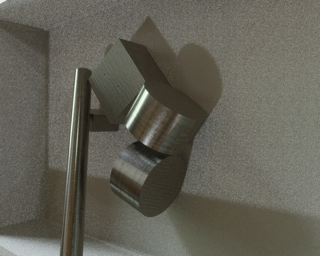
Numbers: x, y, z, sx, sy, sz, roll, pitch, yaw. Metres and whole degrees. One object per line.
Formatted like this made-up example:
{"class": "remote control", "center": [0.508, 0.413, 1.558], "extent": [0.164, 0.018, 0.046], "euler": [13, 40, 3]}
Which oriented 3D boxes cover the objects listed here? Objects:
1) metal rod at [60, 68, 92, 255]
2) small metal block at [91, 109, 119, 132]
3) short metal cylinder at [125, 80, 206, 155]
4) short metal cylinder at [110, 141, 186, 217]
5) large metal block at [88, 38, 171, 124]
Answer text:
{"class": "metal rod", "center": [-0.105, 0.053, 0.391], "extent": [0.025, 0.025, 0.299], "euler": [-25, 57, 37]}
{"class": "small metal block", "center": [-0.097, -0.012, 0.468], "extent": [0.050, 0.050, 0.025], "euler": [17, 101, 38]}
{"class": "short metal cylinder", "center": [0.006, -0.013, 0.364], "extent": [0.080, 0.081, 0.050], "euler": [45, 117, 30]}
{"class": "short metal cylinder", "center": [-0.014, 0.061, 0.380], "extent": [0.050, 0.081, 0.079], "euler": [25, 106, 37]}
{"class": "large metal block", "center": [-0.043, -0.061, 0.424], "extent": [0.080, 0.050, 0.080], "euler": [-45, 64, 30]}
